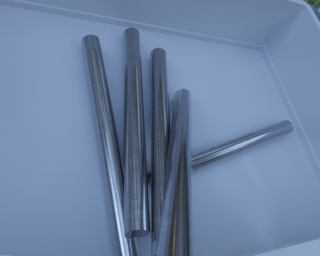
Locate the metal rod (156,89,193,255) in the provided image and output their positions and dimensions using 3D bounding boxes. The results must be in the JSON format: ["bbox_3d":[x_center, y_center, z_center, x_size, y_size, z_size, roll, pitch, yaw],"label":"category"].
[{"bbox_3d":[0.021,0.026,0.325,0.025,0.025,0.301,29,27,-10],"label":"metal rod"}]

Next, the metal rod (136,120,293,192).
[{"bbox_3d":[0.094,0.031,0.439,0.303,0.025,0.025,-15,70,-35],"label":"metal rod"}]

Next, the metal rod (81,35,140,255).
[{"bbox_3d":[-0.062,0.012,0.365,0.025,0.025,0.299,0,62,-29],"label":"metal rod"}]

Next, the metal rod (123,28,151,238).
[{"bbox_3d":[-0.032,-0.020,0.384,0.025,0.025,0.299,12,51,-22],"label":"metal rod"}]

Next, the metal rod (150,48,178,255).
[{"bbox_3d":[0.001,0.004,0.381,0.025,0.025,0.300,15,48,-20],"label":"metal rod"}]
